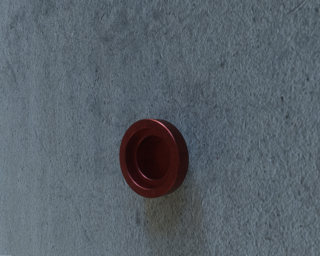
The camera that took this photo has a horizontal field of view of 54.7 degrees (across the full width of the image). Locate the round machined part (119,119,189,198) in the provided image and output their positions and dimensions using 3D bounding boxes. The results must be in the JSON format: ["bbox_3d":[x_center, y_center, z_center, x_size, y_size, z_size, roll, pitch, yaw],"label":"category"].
[{"bbox_3d":[-0.003,0.037,0.396,0.098,0.042,0.097,0,90,39],"label":"round machined part"}]
